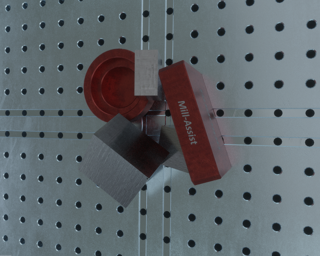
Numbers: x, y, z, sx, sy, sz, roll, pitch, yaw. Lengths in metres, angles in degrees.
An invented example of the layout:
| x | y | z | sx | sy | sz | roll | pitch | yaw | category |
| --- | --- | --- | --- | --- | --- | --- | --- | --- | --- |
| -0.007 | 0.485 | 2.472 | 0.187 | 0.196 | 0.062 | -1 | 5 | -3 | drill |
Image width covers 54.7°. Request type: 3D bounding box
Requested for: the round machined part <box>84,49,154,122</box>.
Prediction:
| x | y | z | sx | sy | sz | roll | pitch | yaw | category |
| --- | --- | --- | --- | --- | --- | --- | --- | --- | --- |
| -0.050 | -0.054 | 0.420 | 0.098 | 0.042 | 0.097 | 0 | 90 | 19 | round machined part |

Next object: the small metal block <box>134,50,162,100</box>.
| x | y | z | sx | sy | sz | roll | pitch | yaw | category |
| --- | --- | --- | --- | --- | --- | --- | --- | --- | --- |
| -0.012 | -0.059 | 0.359 | 0.025 | 0.050 | 0.050 | 0 | 89 | 6 | small metal block |

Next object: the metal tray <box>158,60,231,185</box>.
| x | y | z | sx | sy | sz | roll | pitch | yaw | category |
| --- | --- | --- | --- | --- | --- | --- | --- | --- | --- |
| 0.044 | -0.006 | 0.362 | 0.030 | 0.090 | 0.129 | -19 | 84 | 19 | metal tray |

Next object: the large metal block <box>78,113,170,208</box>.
| x | y | z | sx | sy | sz | roll | pitch | yaw | category |
| --- | --- | --- | --- | --- | --- | --- | --- | --- | --- |
| -0.047 | 0.042 | 0.391 | 0.080 | 0.050 | 0.080 | 38 | 134 | 4 | large metal block |

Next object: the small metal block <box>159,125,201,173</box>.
| x | y | z | sx | sy | sz | roll | pitch | yaw | category |
| --- | --- | --- | --- | --- | --- | --- | --- | --- | --- |
| 0.026 | 0.026 | 0.397 | 0.050 | 0.025 | 0.050 | 14 | 99 | 30 | small metal block |
